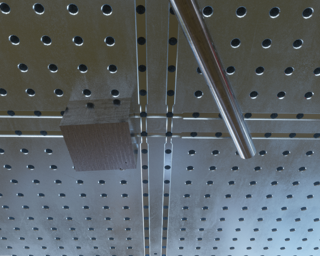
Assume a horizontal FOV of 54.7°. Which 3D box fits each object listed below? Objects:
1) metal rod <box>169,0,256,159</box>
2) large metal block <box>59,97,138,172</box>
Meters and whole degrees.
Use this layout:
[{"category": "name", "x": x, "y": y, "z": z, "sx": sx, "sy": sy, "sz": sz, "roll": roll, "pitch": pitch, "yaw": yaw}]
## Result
[{"category": "metal rod", "x": 0.059, "y": -0.068, "z": 0.353, "sx": 0.025, "sy": 0.025, "sz": 0.299, "roll": -20, "pitch": 128, "yaw": 16}, {"category": "large metal block", "x": -0.074, "y": 0.009, "z": 0.402, "sx": 0.080, "sy": 0.050, "sz": 0.080, "roll": -3, "pitch": 130, "yaw": 2}]
